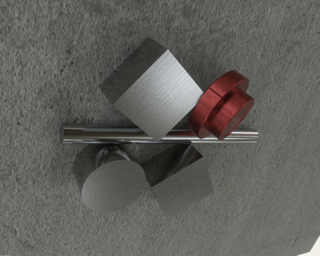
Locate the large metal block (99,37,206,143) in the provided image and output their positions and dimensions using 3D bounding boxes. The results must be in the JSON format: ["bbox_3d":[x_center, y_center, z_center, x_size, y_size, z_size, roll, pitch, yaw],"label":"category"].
[{"bbox_3d":[-0.008,-0.043,0.360,0.080,0.050,0.080,-45,130,3],"label":"large metal block"}]

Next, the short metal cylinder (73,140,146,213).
[{"bbox_3d":[-0.065,0.060,0.395,0.081,0.050,0.079,-14,125,-21],"label":"short metal cylinder"}]

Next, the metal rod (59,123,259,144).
[{"bbox_3d":[0.019,0.010,0.428,0.303,0.025,0.025,2,118,-30],"label":"metal rod"}]

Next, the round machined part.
[{"bbox_3d":[0.084,-0.023,0.401,0.098,0.042,0.098,-41,159,-19],"label":"round machined part"}]

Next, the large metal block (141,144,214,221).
[{"bbox_3d":[0.025,0.075,0.454,0.080,0.050,0.080,-29,129,-10],"label":"large metal block"}]
